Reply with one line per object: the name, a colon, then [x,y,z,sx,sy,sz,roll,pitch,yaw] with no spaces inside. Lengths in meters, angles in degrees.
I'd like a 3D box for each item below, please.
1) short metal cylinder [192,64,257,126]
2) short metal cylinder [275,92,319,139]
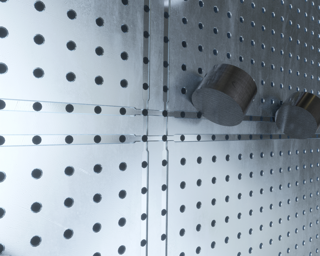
short metal cylinder: [0.094,-0.047,0.455,0.080,0.080,0.050,49,61,-29]
short metal cylinder: [0.276,-0.025,0.609,0.050,0.080,0.080,-43,116,-32]
